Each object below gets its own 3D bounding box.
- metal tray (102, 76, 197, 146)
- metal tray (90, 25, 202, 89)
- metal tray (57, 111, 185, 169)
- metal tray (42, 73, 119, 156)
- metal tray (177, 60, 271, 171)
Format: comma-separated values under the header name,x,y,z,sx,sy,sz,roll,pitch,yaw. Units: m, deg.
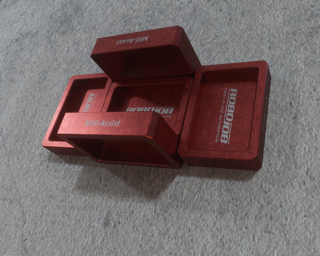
name,x,y,z,sx,sy,sz,roll,pitch,yaw
metal tray,-0.018,-0.023,0.424,0.130,0.030,0.090,1,62,28
metal tray,-0.017,-0.089,0.426,0.130,0.090,0.030,0,62,28
metal tray,-0.045,0.016,0.374,0.130,0.090,0.030,0,62,28
metal tray,-0.116,-0.022,0.474,0.090,0.030,0.130,1,62,28
metal tray,0.079,-0.017,0.371,0.090,0.030,0.130,1,62,28
